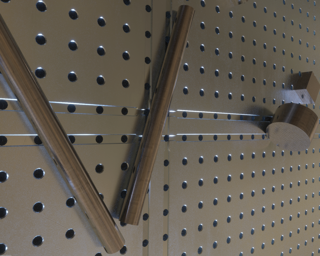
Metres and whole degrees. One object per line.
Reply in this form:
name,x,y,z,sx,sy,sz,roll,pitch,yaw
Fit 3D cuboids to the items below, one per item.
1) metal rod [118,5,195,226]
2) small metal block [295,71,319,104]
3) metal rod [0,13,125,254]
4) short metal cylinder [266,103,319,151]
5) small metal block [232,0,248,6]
metal rod,0.000,-0.026,0.408,0.025,0.025,0.299,25,75,-37
small metal block,0.326,-0.088,0.681,0.050,0.025,0.050,42,64,-32
metal rod,-0.109,0.009,0.317,0.025,0.025,0.299,-37,113,-34
short metal cylinder,0.248,-0.001,0.581,0.080,0.080,0.050,51,60,-28
small metal block,0.136,-0.244,0.522,0.050,0.025,0.050,51,60,-28
